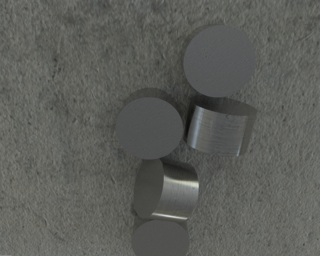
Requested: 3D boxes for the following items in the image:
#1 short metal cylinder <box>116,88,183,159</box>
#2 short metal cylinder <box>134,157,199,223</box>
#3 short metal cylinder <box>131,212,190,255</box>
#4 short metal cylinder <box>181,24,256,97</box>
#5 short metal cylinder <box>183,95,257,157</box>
[{"bbox_3d":[-0.013,-0.007,0.394,0.081,0.050,0.079,0,110,-1],"label":"short metal cylinder"},{"bbox_3d":[0.006,0.080,0.404,0.050,0.080,0.079,16,110,-26],"label":"short metal cylinder"},{"bbox_3d":[0.001,0.151,0.452,0.081,0.050,0.079,0,110,-1],"label":"short metal cylinder"},{"bbox_3d":[0.066,-0.081,0.367,0.081,0.050,0.079,0,110,-1],"label":"short metal cylinder"},{"bbox_3d":[0.072,-0.005,0.380,0.081,0.080,0.050,8,110,-3],"label":"short metal cylinder"}]
